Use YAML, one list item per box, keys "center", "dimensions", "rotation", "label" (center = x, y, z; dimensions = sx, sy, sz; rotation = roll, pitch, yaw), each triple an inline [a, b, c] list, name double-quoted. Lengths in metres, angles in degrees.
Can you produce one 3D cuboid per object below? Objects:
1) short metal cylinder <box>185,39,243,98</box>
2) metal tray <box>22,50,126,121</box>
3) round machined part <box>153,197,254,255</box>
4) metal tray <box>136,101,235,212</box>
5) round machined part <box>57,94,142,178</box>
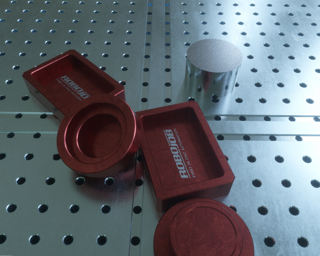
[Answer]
- center: [0.079, -0.091, 0.469]
  dimensions: [0.081, 0.050, 0.080]
  rotation: [0, 50, 0]
  label: "short metal cylinder"
- center: [-0.124, -0.058, 0.450]
  dimensions: [0.091, 0.030, 0.130]
  rotation: [-37, 59, -27]
  label: "metal tray"
- center: [0.043, 0.112, 0.303]
  dimensions: [0.099, 0.042, 0.098]
  rotation: [1, 50, 0]
  label: "round machined part"
- center: [0.023, 0.028, 0.380]
  dimensions: [0.091, 0.030, 0.130]
  rotation: [-12, 51, -11]
  label: "metal tray"
- center: [-0.069, 0.012, 0.371]
  dimensions: [0.098, 0.042, 0.098]
  rotation: [-6, 66, 14]
  label: "round machined part"
